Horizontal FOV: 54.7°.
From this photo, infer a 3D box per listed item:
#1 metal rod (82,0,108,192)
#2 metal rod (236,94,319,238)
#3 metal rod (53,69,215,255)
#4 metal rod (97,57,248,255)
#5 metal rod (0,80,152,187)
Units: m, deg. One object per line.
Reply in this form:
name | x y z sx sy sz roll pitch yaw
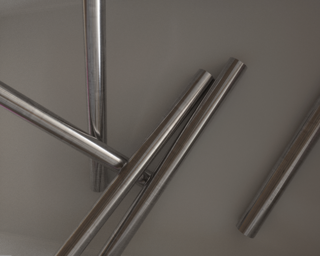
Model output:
metal rod | -0.077 -0.048 0.376 0.025 0.025 0.298 15 119 19
metal rod | 0.174 -0.004 0.348 0.025 0.025 0.299 32 100 17
metal rod | -0.033 0.051 0.376 0.025 0.025 0.300 36 84 16
metal rod | 0.013 0.045 0.385 0.025 0.025 0.299 35 93 16
metal rod | -0.124 -0.002 0.368 0.301 0.025 0.025 34 104 -18
